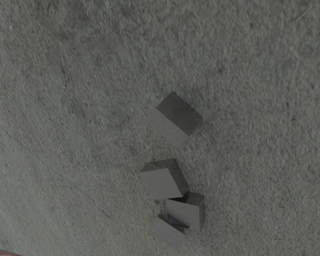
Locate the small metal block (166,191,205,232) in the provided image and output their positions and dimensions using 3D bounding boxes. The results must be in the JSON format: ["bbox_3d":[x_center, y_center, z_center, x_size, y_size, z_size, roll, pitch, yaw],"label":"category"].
[{"bbox_3d":[0.039,0.121,0.460,0.050,0.025,0.050,8,122,23],"label":"small metal block"}]

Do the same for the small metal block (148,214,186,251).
[{"bbox_3d":[0.011,0.161,0.482,0.050,0.025,0.050,31,171,7],"label":"small metal block"}]

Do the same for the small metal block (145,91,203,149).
[{"bbox_3d":[0.018,-0.011,0.373,0.050,0.050,0.025,41,129,0],"label":"small metal block"}]

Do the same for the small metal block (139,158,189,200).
[{"bbox_3d":[0.006,0.074,0.448,0.050,0.025,0.050,-14,111,33],"label":"small metal block"}]
